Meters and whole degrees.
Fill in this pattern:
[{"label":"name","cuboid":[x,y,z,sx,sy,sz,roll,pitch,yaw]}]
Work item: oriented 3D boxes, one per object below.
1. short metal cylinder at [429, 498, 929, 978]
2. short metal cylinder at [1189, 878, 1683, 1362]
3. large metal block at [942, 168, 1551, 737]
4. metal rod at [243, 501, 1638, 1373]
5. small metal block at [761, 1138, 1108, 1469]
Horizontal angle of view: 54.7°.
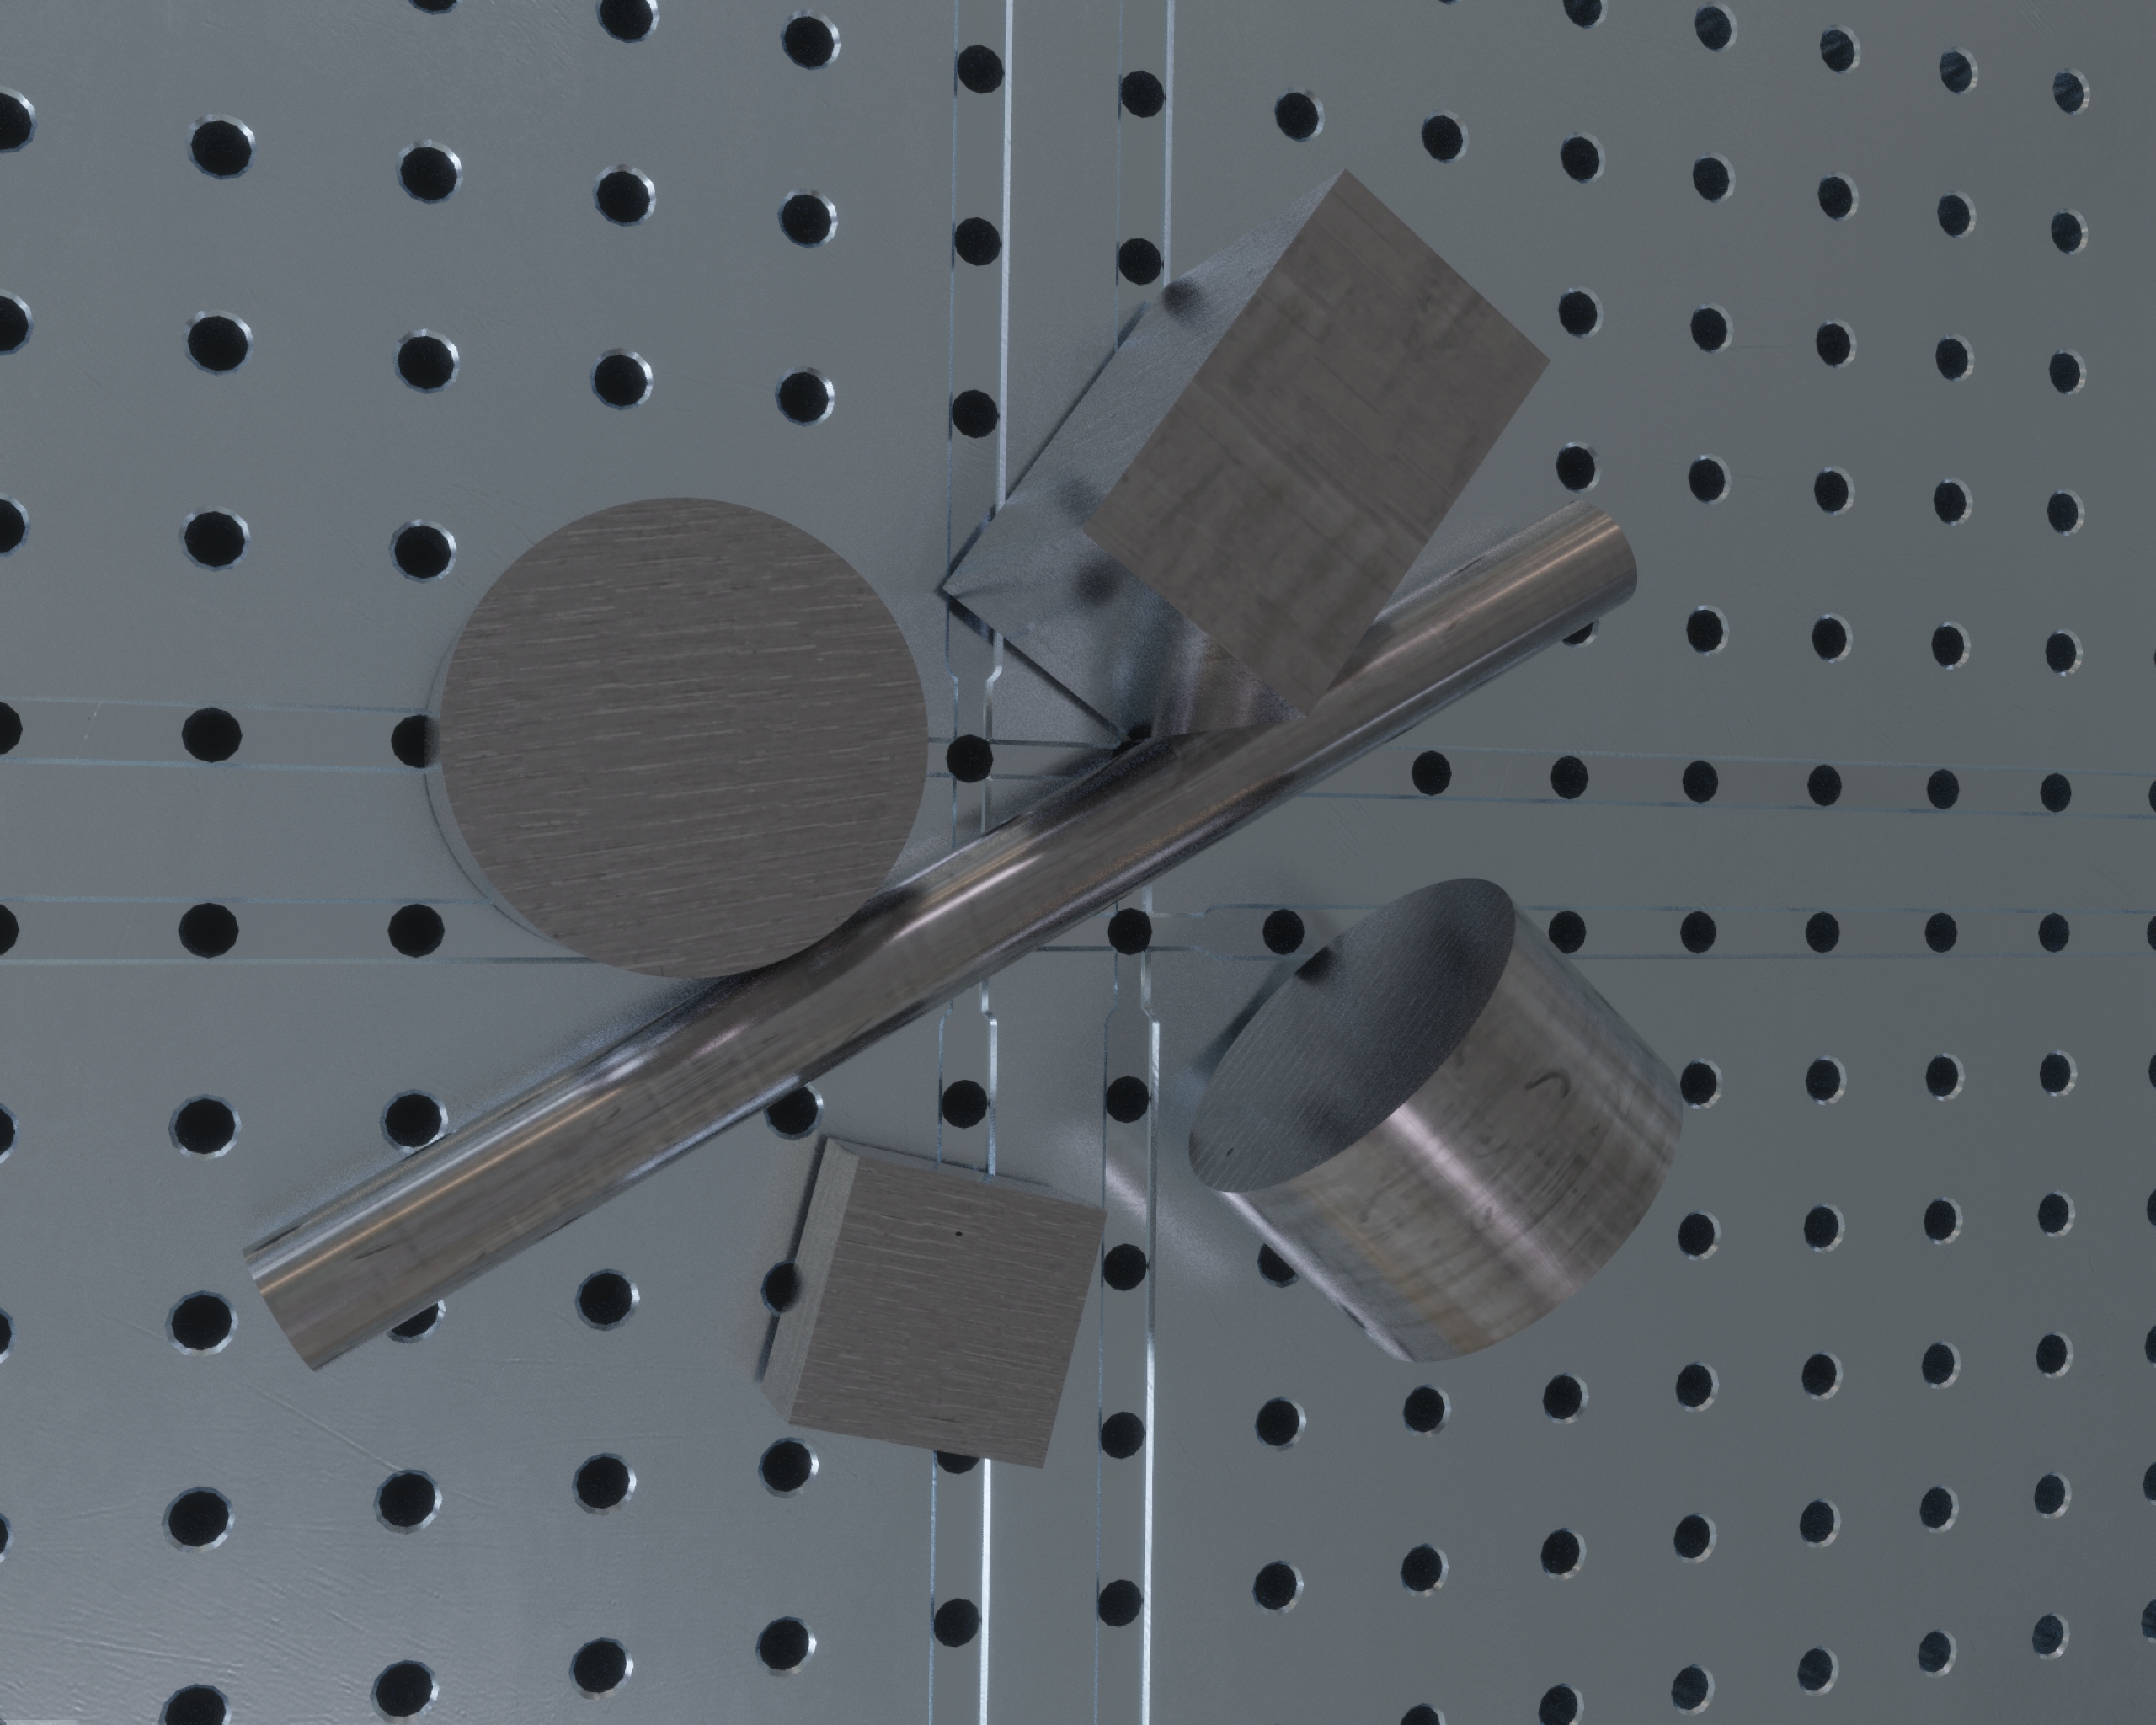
[{"label":"short metal cylinder","cuboid":[-0.072,-0.021,0.369,0.081,0.050,0.079,0,90,-20]},{"label":"short metal cylinder","cuboid":[0.068,0.049,0.405,0.050,0.080,0.080,45,76,-15]},{"label":"large metal block","cuboid":[0.028,-0.071,0.390,0.050,0.080,0.080,38,78,-16]},{"label":"metal rod","cuboid":[-0.013,0.005,0.405,0.302,0.025,0.025,-30,100,-18]},{"label":"small metal block","cuboid":[-0.028,0.084,0.399,0.050,0.025,0.050,16,85,-20]}]
